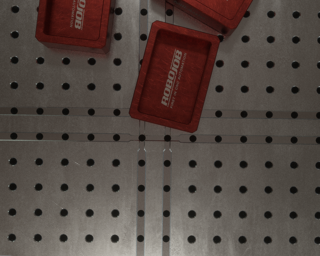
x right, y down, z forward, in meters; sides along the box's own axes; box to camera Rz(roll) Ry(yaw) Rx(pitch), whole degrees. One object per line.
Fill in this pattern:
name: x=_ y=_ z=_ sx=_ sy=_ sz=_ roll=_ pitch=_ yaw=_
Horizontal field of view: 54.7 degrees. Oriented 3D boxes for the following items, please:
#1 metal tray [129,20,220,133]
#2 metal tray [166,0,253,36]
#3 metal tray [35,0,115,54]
metal tray: x=0.019 y=-0.066 z=0.411 sx=0.091 sy=0.030 sz=0.129 roll=14 pitch=90 yaw=-1
metal tray: x=0.062 y=-0.195 z=0.411 sx=0.130 sy=0.030 sz=0.090 roll=30 pitch=90 yaw=-1
metal tray: x=-0.107 y=-0.170 z=0.409 sx=0.091 sy=0.030 sz=0.129 roll=7 pitch=90 yaw=-1
